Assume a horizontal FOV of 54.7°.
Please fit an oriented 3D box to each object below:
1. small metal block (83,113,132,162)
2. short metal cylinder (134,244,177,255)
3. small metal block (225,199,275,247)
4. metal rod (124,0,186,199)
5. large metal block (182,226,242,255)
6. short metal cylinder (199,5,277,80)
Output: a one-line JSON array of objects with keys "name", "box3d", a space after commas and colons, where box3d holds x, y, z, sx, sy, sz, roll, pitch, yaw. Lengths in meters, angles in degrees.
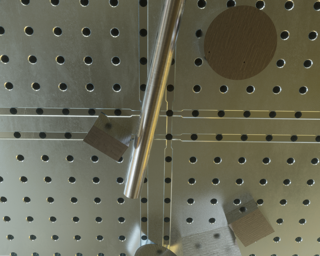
[{"name": "small metal block", "box3d": [-0.067, 0.011, 0.403, 0.050, 0.050, 0.025, 33, 107, -12]}, {"name": "short metal cylinder", "box3d": [-0.009, 0.223, 0.466, 0.080, 0.080, 0.050, 20, 109, -7]}, {"name": "small metal block", "box3d": [0.135, 0.143, 0.467, 0.050, 0.025, 0.050, -33, 107, 11]}, {"name": "metal rod", "box3d": [-0.008, -0.041, 0.397, 0.025, 0.025, 0.298, 12, 110, -5]}, {"name": "large metal block", "box3d": [0.080, 0.198, 0.458, 0.080, 0.080, 0.050, -16, 109, 6]}, {"name": "short metal cylinder", "box3d": [0.088, -0.101, 0.364, 0.081, 0.050, 0.079, 0, 110, 0]}]
